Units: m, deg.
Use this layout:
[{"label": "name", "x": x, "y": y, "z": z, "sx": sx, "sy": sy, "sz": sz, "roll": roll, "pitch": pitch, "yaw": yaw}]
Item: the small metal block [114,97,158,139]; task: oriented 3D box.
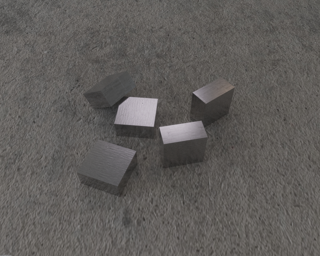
[{"label": "small metal block", "x": -0.030, "y": -0.014, "z": 0.415, "sx": 0.050, "sy": 0.025, "sz": 0.050, "roll": 4, "pitch": 50, "yaw": 3}]

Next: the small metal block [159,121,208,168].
[{"label": "small metal block", "x": 0.026, "y": 0.020, "z": 0.370, "sx": 0.050, "sy": 0.050, "sz": 0.025, "roll": -9, "pitch": 51, "yaw": -7}]

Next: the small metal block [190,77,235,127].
[{"label": "small metal block", "x": 0.069, "y": -0.033, "z": 0.415, "sx": 0.050, "sy": 0.050, "sz": 0.025, "roll": -30, "pitch": 56, "yaw": -23}]

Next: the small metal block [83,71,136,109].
[{"label": "small metal block", "x": -0.070, "y": -0.053, "z": 0.431, "sx": 0.050, "sy": 0.025, "sz": 0.050, "roll": 0, "pitch": 37, "yaw": 50}]

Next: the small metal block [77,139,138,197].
[{"label": "small metal block", "x": -0.060, "y": 0.046, "z": 0.364, "sx": 0.050, "sy": 0.025, "sz": 0.050, "roll": 16, "pitch": 52, "yaw": 13}]
